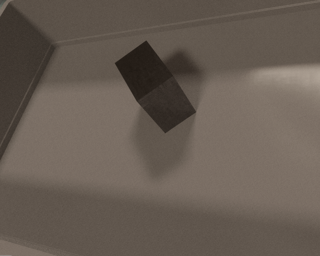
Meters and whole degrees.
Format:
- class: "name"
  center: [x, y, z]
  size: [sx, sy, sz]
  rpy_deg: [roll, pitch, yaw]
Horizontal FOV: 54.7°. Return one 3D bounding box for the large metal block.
- class: "large metal block"
  center: [-0.005, -0.052, 0.404]
  size: [0.050, 0.080, 0.080]
  rpy_deg: [-35, 52, 5]
